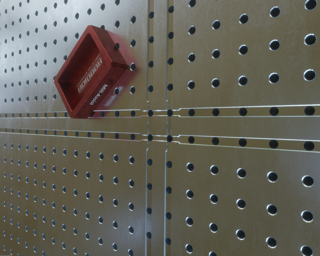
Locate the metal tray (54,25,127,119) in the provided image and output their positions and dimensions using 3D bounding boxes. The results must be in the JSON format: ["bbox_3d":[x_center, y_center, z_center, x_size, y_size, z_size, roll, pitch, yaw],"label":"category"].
[{"bbox_3d":[-0.118,-0.087,0.504,0.129,0.030,0.090,-45,63,30],"label":"metal tray"}]
